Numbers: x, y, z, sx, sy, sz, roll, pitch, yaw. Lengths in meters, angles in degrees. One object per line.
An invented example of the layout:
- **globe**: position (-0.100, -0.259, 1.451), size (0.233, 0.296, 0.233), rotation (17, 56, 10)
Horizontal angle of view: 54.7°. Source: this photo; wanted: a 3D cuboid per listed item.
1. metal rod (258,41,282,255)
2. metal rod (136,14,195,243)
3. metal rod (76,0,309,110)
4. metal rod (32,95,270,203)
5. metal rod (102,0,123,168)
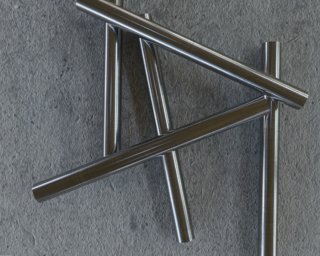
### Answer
- **metal rod**: position (0.145, 0.038, 0.410), size (0.025, 0.025, 0.298), rotation (1, 90, 0)
- **metal rod**: position (0.005, 0.000, 0.409), size (0.025, 0.025, 0.298), rotation (-11, 90, 0)
- **metal rod**: position (0.039, -0.096, 0.383), size (0.301, 0.025, 0.025), rotation (24, 90, 0)
- **metal rod**: position (-0.010, 0.026, 0.383), size (0.301, 0.025, 0.025), rotation (-21, 90, 0)
- **metal rod**: position (-0.062, -0.097, 0.409), size (0.025, 0.025, 0.298), rotation (1, 90, 0)
